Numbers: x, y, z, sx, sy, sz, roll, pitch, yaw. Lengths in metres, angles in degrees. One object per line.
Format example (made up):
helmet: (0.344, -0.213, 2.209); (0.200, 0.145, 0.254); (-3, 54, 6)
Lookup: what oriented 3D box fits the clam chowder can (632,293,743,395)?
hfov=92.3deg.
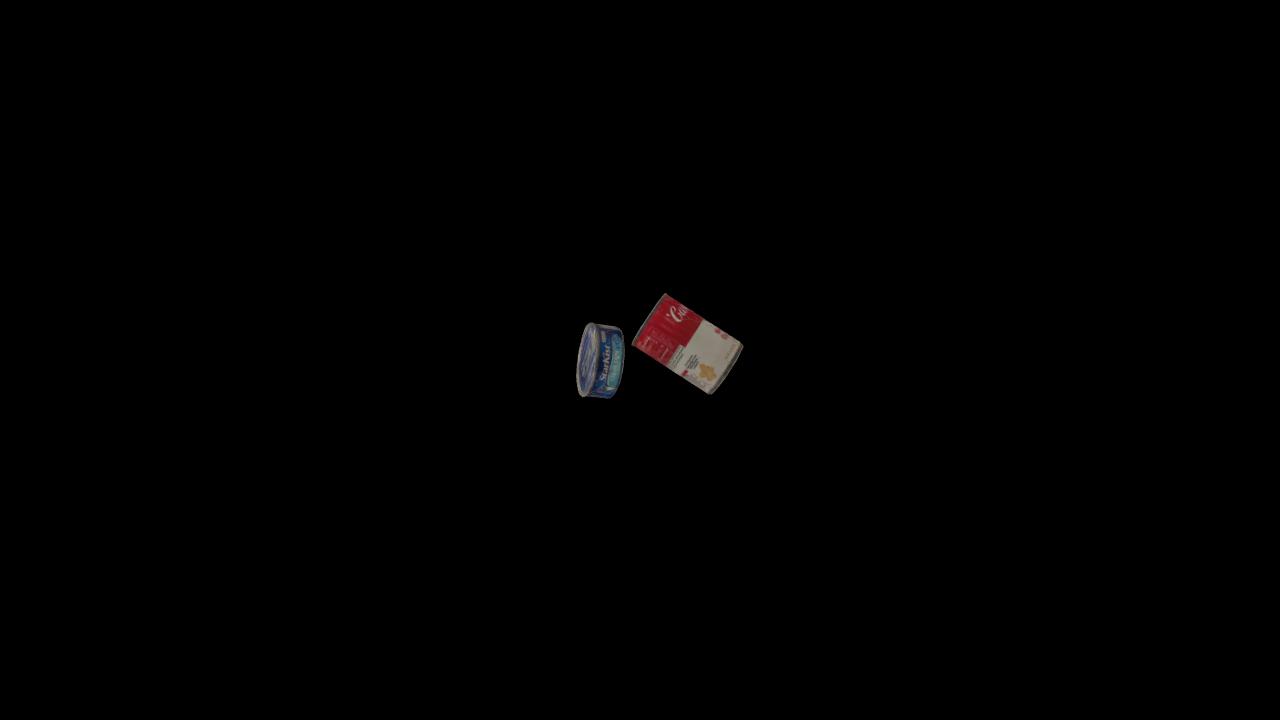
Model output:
clam chowder can: (0.051, -0.016, 0.661); (0.102, 0.068, 0.068); (34, 2, 2)

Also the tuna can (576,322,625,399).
tuna can: (-0.045, 0.002, 0.691); (0.034, 0.084, 0.084); (7, -2, -19)
